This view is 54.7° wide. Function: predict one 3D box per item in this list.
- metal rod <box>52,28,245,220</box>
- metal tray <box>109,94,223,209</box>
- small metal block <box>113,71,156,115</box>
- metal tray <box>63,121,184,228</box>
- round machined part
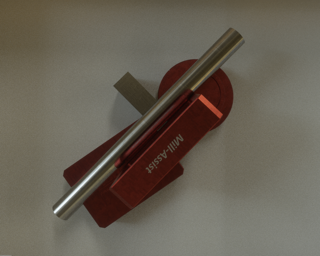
[{"bbox_3d":[-0.016,-0.002,0.371,0.025,0.025,0.300,45,94,-1],"label":"metal rod"},{"bbox_3d":[0.006,0.020,0.340,0.030,0.090,0.130,43,96,-3],"label":"metal tray"},{"bbox_3d":[-0.030,-0.042,0.397,0.025,0.050,0.050,-45,91,0],"label":"small metal block"},{"bbox_3d":[-0.046,0.056,0.407,0.130,0.030,0.090,-35,90,-1],"label":"metal tray"},{"bbox_3d":[0.046,-0.041,0.402,0.099,0.042,0.097,0,90,-1],"label":"round machined part"}]
